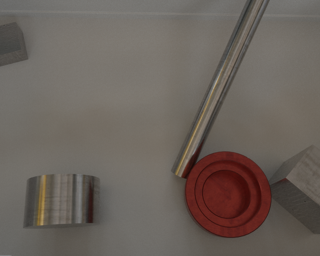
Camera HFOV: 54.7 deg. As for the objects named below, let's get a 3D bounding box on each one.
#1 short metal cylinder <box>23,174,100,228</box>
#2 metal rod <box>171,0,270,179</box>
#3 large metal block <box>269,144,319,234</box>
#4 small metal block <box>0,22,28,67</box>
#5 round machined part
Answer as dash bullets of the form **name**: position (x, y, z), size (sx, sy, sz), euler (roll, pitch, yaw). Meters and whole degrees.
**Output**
- **short metal cylinder**: position (-0.108, 0.084, 0.348), size (0.081, 0.080, 0.050), euler (-3, 70, -2)
- **metal rod**: position (0.085, -0.078, 0.377), size (0.025, 0.025, 0.298), euler (24, 95, 8)
- **large metal block**: position (0.177, 0.074, 0.356), size (0.080, 0.080, 0.050), euler (41, 75, 13)
- **small metal block**: position (-0.226, -0.121, 0.451), size (0.050, 0.025, 0.050), euler (-16, 71, -6)
- **round machined part**: position (0.078, 0.080, 0.372), size (0.099, 0.042, 0.098), euler (0, 70, -1)
